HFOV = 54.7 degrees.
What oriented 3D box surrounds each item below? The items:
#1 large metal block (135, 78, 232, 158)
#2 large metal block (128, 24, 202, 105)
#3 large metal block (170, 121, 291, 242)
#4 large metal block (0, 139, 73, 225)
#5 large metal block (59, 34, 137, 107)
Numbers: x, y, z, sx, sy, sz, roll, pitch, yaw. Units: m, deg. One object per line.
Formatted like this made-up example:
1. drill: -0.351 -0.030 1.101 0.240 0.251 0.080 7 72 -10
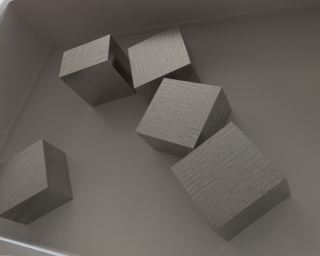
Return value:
1. large metal block: 0.030 -0.009 0.378 0.080 0.050 0.080 15 69 33
2. large metal block: 0.006 -0.087 0.439 0.080 0.050 0.080 -22 54 14
3. large metal block: 0.072 0.054 0.318 0.080 0.050 0.080 -38 51 2
4. large metal block: -0.176 0.076 0.433 0.080 0.050 0.080 -30 52 8
5. large metal block: -0.090 -0.083 0.466 0.080 0.080 0.050 -14 56 20
